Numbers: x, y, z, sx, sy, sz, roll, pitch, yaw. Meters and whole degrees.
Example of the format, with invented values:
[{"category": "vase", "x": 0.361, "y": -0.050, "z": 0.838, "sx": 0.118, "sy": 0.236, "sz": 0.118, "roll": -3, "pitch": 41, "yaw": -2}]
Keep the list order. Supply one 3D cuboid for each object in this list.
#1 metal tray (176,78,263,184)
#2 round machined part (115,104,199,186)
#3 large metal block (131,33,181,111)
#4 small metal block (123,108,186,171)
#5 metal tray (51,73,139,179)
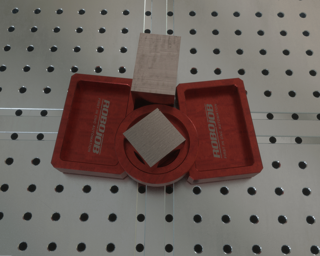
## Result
[{"category": "metal tray", "x": 0.073, "y": 0.002, "z": 0.405, "sx": 0.091, "sy": 0.030, "sz": 0.130, "roll": -6, "pitch": 70, "yaw": -3}, {"category": "round machined part", "x": -0.004, "y": 0.023, "z": 0.380, "sx": 0.099, "sy": 0.042, "sz": 0.098, "roll": 0, "pitch": 70, "yaw": 0}, {"category": "large metal block", "x": -0.004, "y": -0.063, "z": 0.402, "sx": 0.050, "sy": 0.080, "sz": 0.080, "roll": 6, "pitch": 70, "yaw": 2}, {"category": "small metal block", "x": -0.006, "y": 0.014, "z": 0.358, "sx": 0.050, "sy": 0.025, "sz": 0.050, "roll": -38, "pitch": 74, "yaw": -13}, {"category": "metal tray", "x": -0.080, "y": -0.004, "z": 0.406, "sx": 0.091, "sy": 0.030, "sz": 0.130, "roll": 6, "pitch": 70, "yaw": 2}]
